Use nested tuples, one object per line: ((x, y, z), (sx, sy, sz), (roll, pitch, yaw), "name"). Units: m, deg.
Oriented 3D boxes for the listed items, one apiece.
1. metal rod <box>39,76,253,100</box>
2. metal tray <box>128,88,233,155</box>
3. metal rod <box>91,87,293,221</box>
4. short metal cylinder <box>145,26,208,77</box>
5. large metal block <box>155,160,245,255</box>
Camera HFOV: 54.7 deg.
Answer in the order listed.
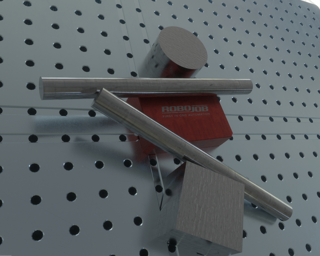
((0.005, -0.053, 0.403), (0.303, 0.025, 0.025), (-5, 64, -30), "metal rod")
((0.030, -0.016, 0.431), (0.131, 0.030, 0.090), (-5, 64, -30), "metal tray")
((0.053, 0.042, 0.382), (0.301, 0.025, 0.025), (32, 51, -19), "metal rod")
((0.024, -0.106, 0.470), (0.081, 0.050, 0.080), (14, 56, -21), "short metal cylinder")
((0.048, 0.096, 0.360), (0.080, 0.050, 0.080), (24, 53, -14), "large metal block")
